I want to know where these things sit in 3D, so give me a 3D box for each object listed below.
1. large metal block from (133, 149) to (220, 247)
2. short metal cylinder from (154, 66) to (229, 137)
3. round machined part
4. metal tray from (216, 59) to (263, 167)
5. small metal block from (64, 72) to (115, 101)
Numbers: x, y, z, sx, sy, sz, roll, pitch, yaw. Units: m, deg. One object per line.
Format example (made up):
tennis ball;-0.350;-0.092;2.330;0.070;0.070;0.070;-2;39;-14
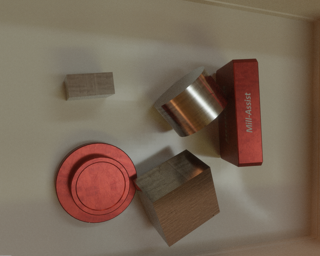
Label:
large metal block;0.023;0.087;0.392;0.081;0.050;0.080;-28;124;-18
short metal cylinder;0.039;-0.034;0.397;0.080;0.080;0.050;-44;104;-15
round machined part;-0.075;0.067;0.375;0.099;0.042;0.097;0;90;-20
metal tray;0.103;-0.019;0.412;0.030;0.090;0.129;-3;91;-3
small metal block;-0.085;-0.048;0.366;0.050;0.050;0.025;-7;93;-20
